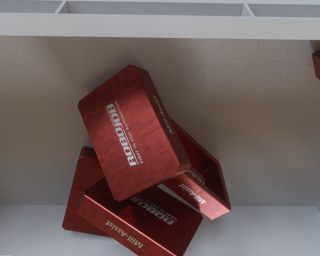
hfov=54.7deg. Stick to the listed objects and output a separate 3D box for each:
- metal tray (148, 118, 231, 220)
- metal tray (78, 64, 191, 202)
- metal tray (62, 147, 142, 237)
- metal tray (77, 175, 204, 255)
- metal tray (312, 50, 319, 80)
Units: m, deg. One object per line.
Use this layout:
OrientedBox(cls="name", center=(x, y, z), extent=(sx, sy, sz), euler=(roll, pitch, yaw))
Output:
OrientedBox(cls="metal tray", center=(0.039, 0.052, 0.409), extent=(0.030, 0.090, 0.130), euler=(-35, 122, 24))
OrientedBox(cls="metal tray", center=(-0.033, 0.006, 0.352), extent=(0.090, 0.130, 0.030), euler=(-31, 164, 23))
OrientedBox(cls="metal tray", center=(-0.087, 0.099, 0.463), extent=(0.091, 0.030, 0.129), euler=(14, 110, -12))
OrientedBox(cls="metal tray", center=(-0.021, 0.105, 0.377), extent=(0.130, 0.090, 0.030), euler=(29, 114, 14))
OrientedBox(cls="metal tray", center=(0.212, -0.059, 0.290), extent=(0.090, 0.130, 0.030), euler=(-17, 112, 14))
